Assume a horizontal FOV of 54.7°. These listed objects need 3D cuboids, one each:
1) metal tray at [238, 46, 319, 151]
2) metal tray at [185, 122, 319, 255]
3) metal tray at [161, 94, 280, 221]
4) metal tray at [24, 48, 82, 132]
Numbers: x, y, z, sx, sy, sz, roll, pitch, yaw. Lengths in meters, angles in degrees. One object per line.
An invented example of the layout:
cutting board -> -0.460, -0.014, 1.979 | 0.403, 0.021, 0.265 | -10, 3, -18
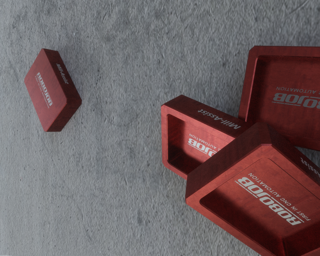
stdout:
metal tray -> 0.142, -0.027, 0.284 | 0.130, 0.030, 0.089 | 13, 99, 39
metal tray -> 0.098, 0.064, 0.266 | 0.130, 0.030, 0.090 | 37, 122, -15
metal tray -> 0.058, 0.028, 0.329 | 0.130, 0.030, 0.089 | 28, 134, 36
metal tray -> -0.199, -0.069, 0.566 | 0.090, 0.030, 0.130 | -45, 63, 31
